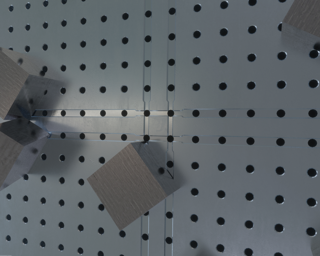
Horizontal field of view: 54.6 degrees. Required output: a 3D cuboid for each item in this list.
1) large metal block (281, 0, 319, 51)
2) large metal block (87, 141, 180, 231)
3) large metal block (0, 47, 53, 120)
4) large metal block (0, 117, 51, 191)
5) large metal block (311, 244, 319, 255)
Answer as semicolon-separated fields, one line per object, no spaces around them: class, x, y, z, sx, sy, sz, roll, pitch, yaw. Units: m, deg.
large metal block;0.189;-0.127;0.332;0.080;0.050;0.080;31;100;17
large metal block;-0.035;0.074;0.412;0.080;0.050;0.080;-39;78;16
large metal block;-0.229;-0.068;0.481;0.080;0.050;0.080;38;102;16
large metal block;-0.218;0.036;0.455;0.050;0.080;0.080;33;102;-1
large metal block;0.222;0.147;0.321;0.080;0.050;0.080;-42;77;15
